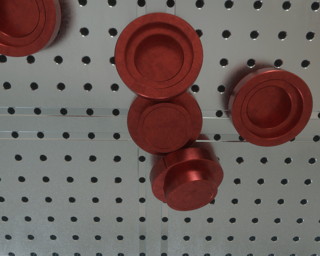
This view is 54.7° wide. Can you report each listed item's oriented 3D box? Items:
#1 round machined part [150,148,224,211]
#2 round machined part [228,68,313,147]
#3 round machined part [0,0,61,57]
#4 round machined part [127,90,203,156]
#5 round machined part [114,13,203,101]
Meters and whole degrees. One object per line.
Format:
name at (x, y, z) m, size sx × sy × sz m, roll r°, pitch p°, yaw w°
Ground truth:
round machined part at (0.038, 0.075, 0.413) m, size 0.099 × 0.042 × 0.097 m, roll -8°, pitch 134°, yaw -8°
round machined part at (0.136, -0.029, 0.396) m, size 0.099 × 0.042 × 0.097 m, roll 0°, pitch 110°, yaw -1°
round machined part at (-0.162, -0.133, 0.353) m, size 0.099 × 0.042 × 0.097 m, roll 0°, pitch 110°, yaw -1°
round machined part at (0.006, -0.007, 0.402) m, size 0.099 × 0.042 × 0.097 m, roll 0°, pitch 110°, yaw -1°
round machined part at (-0.001, -0.079, 0.363) m, size 0.099 × 0.042 × 0.097 m, roll 0°, pitch 86°, yaw 1°
